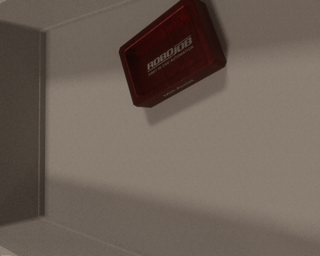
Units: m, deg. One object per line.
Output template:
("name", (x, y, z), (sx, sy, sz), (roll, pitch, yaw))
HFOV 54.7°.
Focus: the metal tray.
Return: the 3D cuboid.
("metal tray", (0.010, -0.091, 0.393), (0.130, 0.030, 0.090), (-26, 74, 36))
